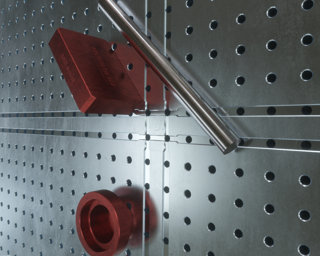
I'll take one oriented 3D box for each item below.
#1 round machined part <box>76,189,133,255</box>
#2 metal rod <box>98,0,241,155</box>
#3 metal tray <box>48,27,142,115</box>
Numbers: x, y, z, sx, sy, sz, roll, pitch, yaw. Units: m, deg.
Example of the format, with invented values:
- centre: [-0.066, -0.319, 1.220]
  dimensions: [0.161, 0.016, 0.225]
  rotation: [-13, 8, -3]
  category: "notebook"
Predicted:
- centre: [-0.078, 0.140, 0.461]
  dimensions: [0.098, 0.042, 0.097]
  rotation: [0, 90, 39]
  category: "round machined part"
- centre: [-0.002, -0.085, 0.408]
  dimensions: [0.025, 0.025, 0.300]
  rotation: [-52, 60, 27]
  category: "metal rod"
- centre: [-0.092, -0.079, 0.439]
  dimensions: [0.030, 0.091, 0.130]
  rotation: [-44, 64, 31]
  category: "metal tray"
